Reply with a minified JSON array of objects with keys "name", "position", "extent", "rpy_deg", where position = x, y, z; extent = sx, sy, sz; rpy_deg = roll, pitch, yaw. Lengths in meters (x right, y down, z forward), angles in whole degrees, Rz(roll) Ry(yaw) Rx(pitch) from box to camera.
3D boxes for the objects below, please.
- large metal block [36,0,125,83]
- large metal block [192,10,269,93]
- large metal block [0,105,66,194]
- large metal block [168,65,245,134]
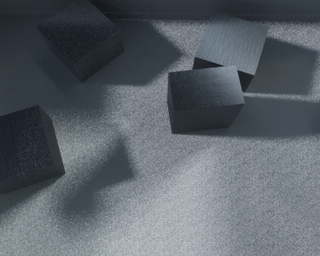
[{"name":"large metal block","position":[-0.110,-0.126,0.441],"extent":[0.080,0.050,0.080],"rpy_deg":[-41,75,-14]},{"name":"large metal block","position":[0.097,-0.107,0.436],"extent":[0.080,0.050,0.080],"rpy_deg":[19,71,7]},{"name":"large metal block","position":[-0.173,0.028,0.385],"extent":[0.080,0.050,0.080],"rpy_deg":[-19,71,-7]},{"name":"large metal block","position":[0.053,-0.033,0.393],"extent":[0.081,0.080,0.050],"rpy_deg":[-7,70,-2]}]
